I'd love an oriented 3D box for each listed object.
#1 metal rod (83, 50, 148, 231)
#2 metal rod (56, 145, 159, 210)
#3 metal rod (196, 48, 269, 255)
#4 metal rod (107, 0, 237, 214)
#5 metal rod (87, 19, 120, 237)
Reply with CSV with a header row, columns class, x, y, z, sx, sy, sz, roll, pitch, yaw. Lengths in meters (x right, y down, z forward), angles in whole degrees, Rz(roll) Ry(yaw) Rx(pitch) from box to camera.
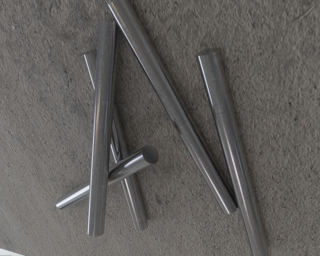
class,x,y,z,sx,sy,sz,roll,pitch,yaw
metal rod,-0.059,0.034,0.458,0.025,0.025,0.298,3,120,27
metal rod,-0.100,0.089,0.489,0.025,0.025,0.299,50,136,-7
metal rod,0.097,0.049,0.386,0.025,0.025,0.298,-6,116,31
metal rod,0.024,-0.016,0.383,0.025,0.025,0.299,-19,109,35
metal rod,-0.077,0.014,0.411,0.025,0.025,0.298,15,111,20
